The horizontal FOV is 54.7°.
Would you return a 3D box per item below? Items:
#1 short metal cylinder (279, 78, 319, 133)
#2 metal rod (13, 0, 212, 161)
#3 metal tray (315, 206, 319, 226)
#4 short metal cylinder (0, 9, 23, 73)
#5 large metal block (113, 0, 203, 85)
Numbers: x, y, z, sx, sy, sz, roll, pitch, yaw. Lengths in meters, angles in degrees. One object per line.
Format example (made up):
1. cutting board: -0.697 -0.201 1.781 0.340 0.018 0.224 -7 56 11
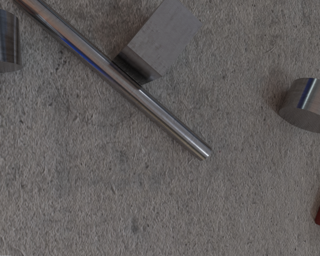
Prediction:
1. short metal cylinder: 0.228 -0.032 0.464 0.080 0.080 0.050 30 80 -18
2. metal rod: -0.047 -0.057 0.391 0.300 0.025 0.025 40 77 -16
3. metal tray: 0.335 0.146 0.530 0.131 0.030 0.090 27 81 -18
4. short metal cylinder: -0.184 -0.086 0.312 0.081 0.080 0.050 -4 92 -20
5. large metal block: -0.006 -0.103 0.377 0.050 0.080 0.080 40 77 -16
